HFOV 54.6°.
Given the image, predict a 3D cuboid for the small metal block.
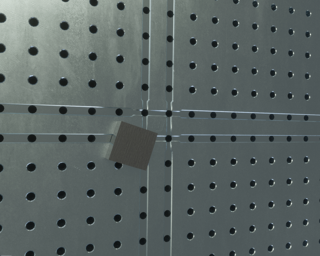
[{"bbox_3d":[-0.037,0.023,0.399,0.050,0.025,0.050,19,84,-19],"label":"small metal block"}]
